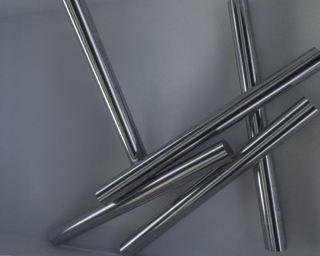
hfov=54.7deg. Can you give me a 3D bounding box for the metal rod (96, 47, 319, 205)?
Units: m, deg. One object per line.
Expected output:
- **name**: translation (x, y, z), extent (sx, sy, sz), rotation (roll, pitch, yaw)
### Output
- **metal rod**: translation (0.048, 0.006, 0.361), extent (0.300, 0.025, 0.025), rotation (-34, 79, 13)

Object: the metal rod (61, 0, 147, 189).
- **metal rod**: translation (-0.063, -0.055, 0.369), extent (0.025, 0.025, 0.298), rotation (-14, 110, 19)

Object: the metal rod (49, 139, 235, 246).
- **metal rod**: translation (-0.040, 0.094, 0.403), extent (0.299, 0.025, 0.025), rotation (-32, 80, 25)

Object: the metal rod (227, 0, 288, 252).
- **metal rod**: translation (0.115, -0.008, 0.369), extent (0.025, 0.025, 0.298), rotation (-9, 87, 20)

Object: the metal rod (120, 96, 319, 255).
- **metal rod**: translation (0.056, 0.072, 0.372), extent (0.299, 0.025, 0.025), rotation (-44, 77, 21)
